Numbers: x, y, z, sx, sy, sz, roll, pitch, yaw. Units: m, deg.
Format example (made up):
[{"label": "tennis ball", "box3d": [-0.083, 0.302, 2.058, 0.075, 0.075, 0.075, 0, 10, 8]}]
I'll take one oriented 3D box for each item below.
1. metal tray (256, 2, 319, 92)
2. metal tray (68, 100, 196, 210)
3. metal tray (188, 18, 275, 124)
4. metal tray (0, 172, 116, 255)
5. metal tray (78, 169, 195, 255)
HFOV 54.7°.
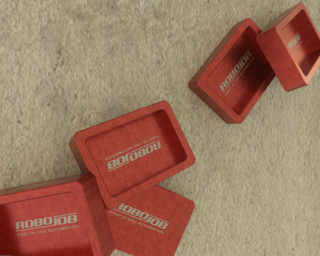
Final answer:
[{"label": "metal tray", "box3d": [0.197, -0.121, 0.453, 0.131, 0.030, 0.090, -43, 104, -40]}, {"label": "metal tray", "box3d": [-0.029, 0.029, 0.372, 0.131, 0.030, 0.090, -23, 86, -32]}, {"label": "metal tray", "box3d": [0.114, -0.081, 0.449, 0.090, 0.030, 0.130, 42, 77, -16]}, {"label": "metal tray", "box3d": [-0.121, 0.103, 0.325, 0.130, 0.030, 0.089, -13, 96, 15]}, {"label": "metal tray", "box3d": [-0.030, 0.111, 0.396, 0.131, 0.030, 0.090, 27, 81, -18]}]
